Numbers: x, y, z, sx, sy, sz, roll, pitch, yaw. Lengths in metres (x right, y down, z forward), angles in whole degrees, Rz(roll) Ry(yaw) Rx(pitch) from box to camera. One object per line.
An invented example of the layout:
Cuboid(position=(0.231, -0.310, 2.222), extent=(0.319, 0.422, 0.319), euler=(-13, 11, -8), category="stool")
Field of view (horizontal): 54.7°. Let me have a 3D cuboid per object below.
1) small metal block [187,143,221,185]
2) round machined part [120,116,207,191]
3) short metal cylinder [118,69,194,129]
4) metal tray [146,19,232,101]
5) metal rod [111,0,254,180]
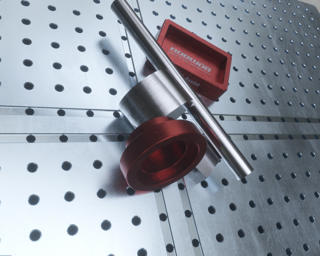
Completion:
Cuboid(position=(0.050, 0.038, 0.414), extent=(0.050, 0.025, 0.050), euler=(44, 51, 2), category="small metal block")
Cuboid(position=(0.001, 0.025, 0.351), extent=(0.099, 0.097, 0.042), euler=(-7, 48, -32), category="round machined part")
Cuboid(position=(-0.005, -0.029, 0.389), extent=(0.081, 0.080, 0.050), euler=(-31, 79, -38), category="short metal cylinder")
Cuboid(position=(0.051, -0.111, 0.501), extent=(0.131, 0.030, 0.090), euler=(26, 52, -13), category="metal tray")
Cuboid(position=(0.025, -0.060, 0.425), extent=(0.025, 0.025, 0.299), euler=(-29, 79, -38), category="metal rod")
